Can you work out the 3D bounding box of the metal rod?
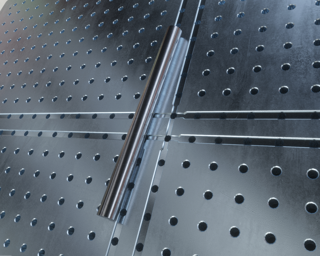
[{"bbox_3d":[-0.021,-0.022,0.433,0.025,0.025,0.300,4,64,30],"label":"metal rod"}]
